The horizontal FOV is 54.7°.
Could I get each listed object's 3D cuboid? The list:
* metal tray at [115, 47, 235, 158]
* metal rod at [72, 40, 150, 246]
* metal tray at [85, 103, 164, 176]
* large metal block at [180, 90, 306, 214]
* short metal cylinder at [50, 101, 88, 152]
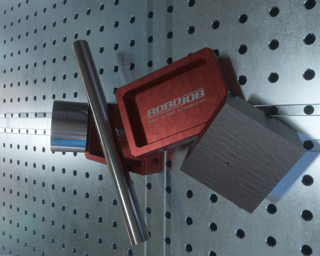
[{"bbox_3d":[0.017,-0.026,0.367,0.130,0.030,0.090,-22,76,20],"label":"metal tray"},{"bbox_3d":[-0.073,0.009,0.430,0.025,0.025,0.299,-31,71,35],"label":"metal rod"},{"bbox_3d":[-0.055,0.011,0.451,0.130,0.030,0.089,9,96,39],"label":"metal tray"},{"bbox_3d":[0.078,0.022,0.305,0.080,0.050,0.080,32,114,2],"label":"large metal block"},{"bbox_3d":[-0.142,-0.002,0.487,0.080,0.050,0.080,-176,89,-75],"label":"short metal cylinder"}]
